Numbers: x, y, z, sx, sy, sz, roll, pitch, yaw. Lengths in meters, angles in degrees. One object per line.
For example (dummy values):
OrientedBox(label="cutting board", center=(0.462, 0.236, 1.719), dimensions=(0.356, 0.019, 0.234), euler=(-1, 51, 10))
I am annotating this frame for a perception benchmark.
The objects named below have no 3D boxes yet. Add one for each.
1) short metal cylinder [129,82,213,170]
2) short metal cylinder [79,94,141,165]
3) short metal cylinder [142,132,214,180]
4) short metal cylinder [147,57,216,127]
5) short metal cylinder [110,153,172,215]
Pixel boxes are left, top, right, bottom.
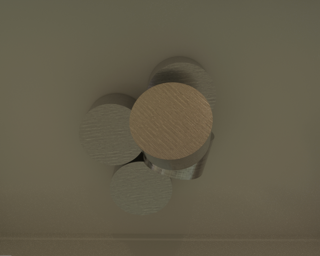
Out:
OrientedBox(label="short metal cylinder", center=(0.013, 0.000, 0.322), dimensions=(0.080, 0.050, 0.080), euler=(-2, 70, 6))
OrientedBox(label="short metal cylinder", center=(-0.057, 0.001, 0.395), dimensions=(0.081, 0.050, 0.079), euler=(0, 110, -1))
OrientedBox(label="short metal cylinder", center=(0.022, 0.022, 0.390), dimensions=(0.081, 0.080, 0.050), euler=(13, 110, -5))
OrientedBox(label="short metal cylinder", center=(0.025, -0.044, 0.380), dimensions=(0.081, 0.050, 0.079), euler=(0, 110, -1))
OrientedBox(label="short metal cylinder", center=(-0.024, 0.070, 0.421), dimensions=(0.081, 0.050, 0.079), euler=(0, 110, -1))
